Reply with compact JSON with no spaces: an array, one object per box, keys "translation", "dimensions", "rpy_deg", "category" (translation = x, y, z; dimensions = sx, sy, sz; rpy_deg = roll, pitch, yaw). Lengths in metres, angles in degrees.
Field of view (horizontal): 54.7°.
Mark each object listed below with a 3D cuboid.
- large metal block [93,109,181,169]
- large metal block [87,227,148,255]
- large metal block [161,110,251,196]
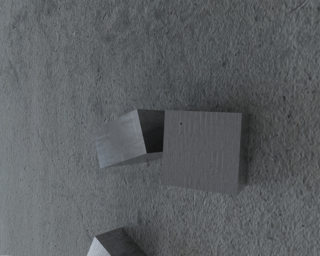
[{"translation":[-0.023,0.014,0.388],"dimensions":[0.080,0.081,0.050],"rpy_deg":[-21,77,38],"category":"large metal block"},{"translation":[-0.062,0.205,0.440],"dimensions":[0.080,0.050,0.079],"rpy_deg":[35,112,34],"category":"large metal block"},{"translation":[0.051,0.023,0.335],"dimensions":[0.080,0.050,0.079],"rpy_deg":[4,93,25],"category":"large metal block"}]
